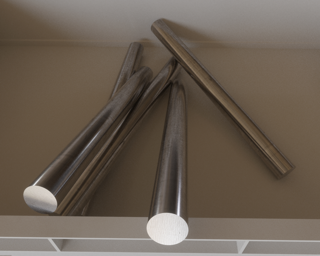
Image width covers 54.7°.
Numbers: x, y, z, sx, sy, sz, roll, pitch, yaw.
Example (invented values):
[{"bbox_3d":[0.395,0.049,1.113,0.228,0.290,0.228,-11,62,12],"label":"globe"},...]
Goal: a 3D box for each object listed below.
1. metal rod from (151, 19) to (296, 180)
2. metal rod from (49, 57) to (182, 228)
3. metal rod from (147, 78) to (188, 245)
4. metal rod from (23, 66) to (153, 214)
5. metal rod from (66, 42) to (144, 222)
[{"bbox_3d":[0.072,-0.056,0.431,0.025,0.025,0.300,-25,61,-19],"label":"metal rod"},{"bbox_3d":[-0.035,-0.008,0.392,0.025,0.025,0.301,19,47,15],"label":"metal rod"},{"bbox_3d":[0.017,0.000,0.323,0.025,0.025,0.301,4,24,3],"label":"metal rod"},{"bbox_3d":[-0.053,-0.017,0.346,0.025,0.025,0.301,10,28,8],"label":"metal rod"},{"bbox_3d":[-0.064,-0.020,0.420,0.025,0.025,0.300,8,50,6],"label":"metal rod"}]
